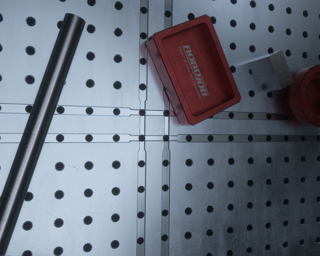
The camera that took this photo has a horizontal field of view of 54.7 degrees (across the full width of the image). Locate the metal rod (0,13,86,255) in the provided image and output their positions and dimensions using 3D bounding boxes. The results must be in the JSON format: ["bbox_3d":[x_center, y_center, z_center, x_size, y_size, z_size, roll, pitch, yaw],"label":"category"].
[{"bbox_3d":[-0.146,0.010,0.359,0.025,0.025,0.299,19,84,-20],"label":"metal rod"}]

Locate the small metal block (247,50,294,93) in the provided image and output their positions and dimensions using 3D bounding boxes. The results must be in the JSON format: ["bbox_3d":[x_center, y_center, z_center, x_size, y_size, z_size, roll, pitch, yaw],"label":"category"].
[{"bbox_3d":[0.164,-0.083,0.462,0.025,0.050,0.050,-28,100,-18],"label":"small metal block"}]

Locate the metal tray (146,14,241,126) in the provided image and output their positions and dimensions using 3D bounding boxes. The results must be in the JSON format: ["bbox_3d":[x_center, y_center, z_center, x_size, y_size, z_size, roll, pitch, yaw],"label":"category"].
[{"bbox_3d":[0.048,-0.079,0.428,0.091,0.030,0.129,-26,99,-18],"label":"metal tray"}]

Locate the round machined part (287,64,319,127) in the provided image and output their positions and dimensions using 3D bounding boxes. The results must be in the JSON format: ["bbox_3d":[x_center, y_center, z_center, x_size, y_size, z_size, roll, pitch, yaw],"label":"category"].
[{"bbox_3d":[0.246,-0.050,0.497,0.099,0.042,0.097,0,90,-21],"label":"round machined part"}]
